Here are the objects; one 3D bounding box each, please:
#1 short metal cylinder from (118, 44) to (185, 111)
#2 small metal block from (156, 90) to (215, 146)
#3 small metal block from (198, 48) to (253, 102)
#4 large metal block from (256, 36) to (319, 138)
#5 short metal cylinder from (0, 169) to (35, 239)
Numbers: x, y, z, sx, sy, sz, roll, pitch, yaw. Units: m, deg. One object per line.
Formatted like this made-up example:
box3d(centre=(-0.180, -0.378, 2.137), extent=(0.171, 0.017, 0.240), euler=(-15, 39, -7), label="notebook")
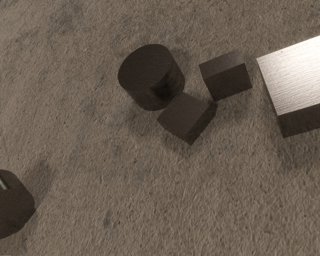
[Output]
box3d(centre=(-0.011, -0.071, 0.436), extent=(0.080, 0.050, 0.080), euler=(-13, 56, 20), label="short metal cylinder")
box3d(centre=(0.033, -0.013, 0.394), extent=(0.050, 0.025, 0.050), euler=(33, 80, 38), label="small metal block")
box3d(centre=(0.082, -0.064, 0.383), extent=(0.050, 0.050, 0.025), euler=(-21, 54, 15), label="small metal block")
box3d(centre=(0.158, -0.045, 0.332), extent=(0.080, 0.050, 0.080), euler=(-18, 55, 17), label="large metal block")
box3d(centre=(-0.220, 0.103, 0.418), extent=(0.050, 0.080, 0.080), euler=(31, 79, 37), label="short metal cylinder")
